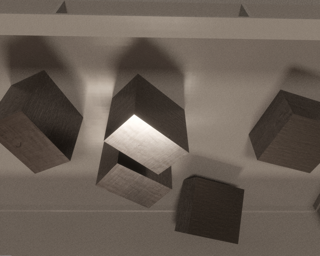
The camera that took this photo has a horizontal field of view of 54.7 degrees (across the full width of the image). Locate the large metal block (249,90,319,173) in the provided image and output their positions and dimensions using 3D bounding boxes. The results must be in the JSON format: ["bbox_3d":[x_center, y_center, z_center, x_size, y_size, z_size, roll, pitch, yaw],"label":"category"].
[{"bbox_3d":[0.176,0.006,0.401,0.081,0.050,0.079,14,129,-13],"label":"large metal block"}]

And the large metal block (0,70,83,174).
[{"bbox_3d":[-0.142,-0.007,0.365,0.050,0.080,0.080,-20,128,16],"label":"large metal block"}]

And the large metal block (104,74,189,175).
[{"bbox_3d":[-0.014,-0.005,0.369,0.080,0.080,0.050,36,121,-27],"label":"large metal block"}]

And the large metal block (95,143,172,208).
[{"bbox_3d":[-0.032,0.048,0.413,0.080,0.080,0.050,30,124,-23],"label":"large metal block"}]

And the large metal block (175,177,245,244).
[{"bbox_3d":[0.075,0.126,0.472,0.081,0.080,0.050,17,162,-14],"label":"large metal block"}]
